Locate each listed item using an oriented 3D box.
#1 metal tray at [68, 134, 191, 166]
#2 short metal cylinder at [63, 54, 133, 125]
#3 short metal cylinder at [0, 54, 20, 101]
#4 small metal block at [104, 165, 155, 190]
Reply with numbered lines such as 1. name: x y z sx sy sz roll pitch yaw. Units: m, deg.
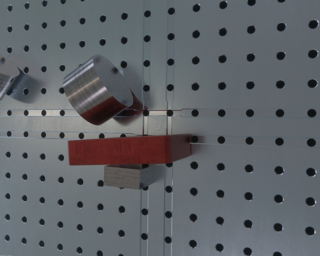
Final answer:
1. metal tray: -0.036 0.026 0.390 0.130 0.090 0.030 -3 89 20
2. short metal cylinder: -0.080 -0.050 0.412 0.050 0.080 0.080 -31 80 17
3. short metal cylinder: -0.269 -0.085 0.478 0.080 0.080 0.050 43 103 15
4. small metal block: -0.040 0.063 0.413 0.050 0.050 0.025 3 91 20
